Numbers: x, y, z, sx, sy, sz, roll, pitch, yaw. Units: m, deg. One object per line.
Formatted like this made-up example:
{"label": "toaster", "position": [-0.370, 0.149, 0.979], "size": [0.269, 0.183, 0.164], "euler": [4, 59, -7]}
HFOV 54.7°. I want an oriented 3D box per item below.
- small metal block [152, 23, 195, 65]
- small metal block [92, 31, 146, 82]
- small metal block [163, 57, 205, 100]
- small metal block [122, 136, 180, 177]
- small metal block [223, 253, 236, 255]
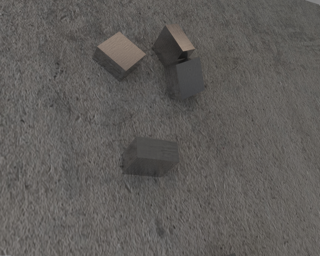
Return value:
{"label": "small metal block", "position": [0.019, -0.121, 0.472], "size": [0.025, 0.050, 0.050], "euler": [-21, 73, -36]}
{"label": "small metal block", "position": [-0.057, -0.100, 0.434], "size": [0.050, 0.025, 0.050], "euler": [41, 51, -1]}
{"label": "small metal block", "position": [0.036, -0.073, 0.451], "size": [0.050, 0.025, 0.050], "euler": [-26, 113, -37]}
{"label": "small metal block", "position": [-0.012, 0.035, 0.359], "size": [0.050, 0.050, 0.025], "euler": [9, 58, -24]}
{"label": "small metal block", "position": [0.064, 0.169, 0.335], "size": [0.050, 0.025, 0.050], "euler": [-3, 63, -30]}
